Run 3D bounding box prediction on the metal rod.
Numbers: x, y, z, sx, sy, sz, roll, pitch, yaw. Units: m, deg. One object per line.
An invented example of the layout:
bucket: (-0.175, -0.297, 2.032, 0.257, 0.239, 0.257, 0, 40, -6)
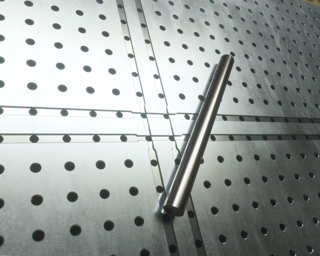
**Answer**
metal rod: (0.066, -0.011, 0.449, 0.025, 0.025, 0.301, 32, 52, -8)
